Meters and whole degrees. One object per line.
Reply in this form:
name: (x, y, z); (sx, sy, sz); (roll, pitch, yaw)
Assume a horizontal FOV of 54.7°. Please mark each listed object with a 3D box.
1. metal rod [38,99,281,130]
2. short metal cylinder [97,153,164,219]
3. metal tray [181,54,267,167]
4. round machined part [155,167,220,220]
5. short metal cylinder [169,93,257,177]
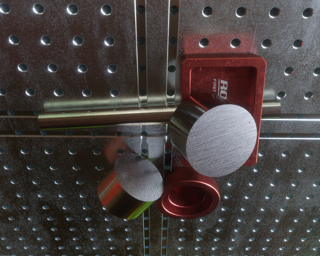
metal rod: (-0.002, -0.017, 0.396); (0.302, 0.025, 0.025); (-3, 130, 2)
short metal cylinder: (-0.042, 0.083, 0.446); (0.080, 0.080, 0.050); (27, 125, -21)
metal tray: (0.070, -0.019, 0.364); (0.091, 0.030, 0.129); (-1, 111, 1)
round machined part: (0.041, 0.098, 0.484); (0.099, 0.042, 0.097); (0, 130, 0)
short metal cylinder: (0.056, 0.006, 0.337); (0.081, 0.050, 0.079); (-7, 111, -17)
